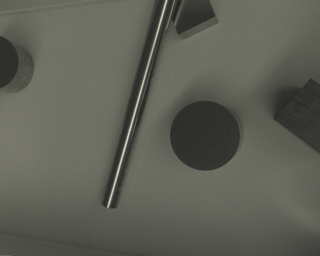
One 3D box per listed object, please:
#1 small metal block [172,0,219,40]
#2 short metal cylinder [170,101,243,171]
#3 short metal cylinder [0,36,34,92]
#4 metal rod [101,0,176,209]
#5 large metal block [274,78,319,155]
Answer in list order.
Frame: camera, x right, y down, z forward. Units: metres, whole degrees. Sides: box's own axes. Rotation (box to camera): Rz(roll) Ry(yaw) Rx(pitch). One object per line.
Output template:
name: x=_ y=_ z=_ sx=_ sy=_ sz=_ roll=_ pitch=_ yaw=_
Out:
small metal block: x=0.041 y=-0.149 z=0.396 sx=0.050 sy=0.025 sz=0.050 roll=-22 pitch=83 yaw=18
short metal cylinder: x=0.058 y=0.009 z=0.376 sx=0.080 sy=0.050 sz=0.079 roll=0 pitch=90 yaw=19
short metal cylinder: x=-0.242 y=-0.095 z=0.469 sx=0.081 sy=0.050 sz=0.079 roll=0 pitch=91 yaw=1
metal rod: x=-0.030 y=-0.034 z=0.405 sx=0.025 sy=0.025 sz=0.298 roll=20 pitch=102 yaw=18
large metal block: x=0.169 y=-0.002 z=0.322 sx=0.080 sy=0.080 sz=0.050 roll=41 pitch=103 yaw=15
